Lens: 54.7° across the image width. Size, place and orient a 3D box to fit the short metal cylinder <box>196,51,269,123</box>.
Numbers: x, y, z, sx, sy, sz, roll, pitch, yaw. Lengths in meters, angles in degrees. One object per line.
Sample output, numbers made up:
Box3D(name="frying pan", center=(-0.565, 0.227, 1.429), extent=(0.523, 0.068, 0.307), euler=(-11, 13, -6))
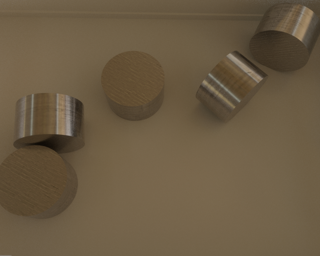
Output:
Box3D(name="short metal cylinder", center=(0.092, -0.052, 0.401), extent=(0.080, 0.080, 0.050), euler=(-43, 76, -14))

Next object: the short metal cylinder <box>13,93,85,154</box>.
Box3D(name="short metal cylinder", center=(-0.134, -0.003, 0.380), extent=(0.081, 0.080, 0.050), euler=(-5, 70, -2))

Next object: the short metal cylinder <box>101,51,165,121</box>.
Box3D(name="short metal cylinder", center=(-0.034, -0.056, 0.416), extent=(0.081, 0.050, 0.080), euler=(0, 70, 0))

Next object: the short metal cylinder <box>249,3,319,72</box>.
Box3D(name="short metal cylinder", center=(0.172, -0.123, 0.428), extent=(0.080, 0.080, 0.050), euler=(27, 72, 9))

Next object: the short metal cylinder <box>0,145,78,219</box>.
Box3D(name="short metal cylinder", center=(-0.145, 0.066, 0.371), extent=(0.081, 0.050, 0.080), euler=(0, 70, 0))
